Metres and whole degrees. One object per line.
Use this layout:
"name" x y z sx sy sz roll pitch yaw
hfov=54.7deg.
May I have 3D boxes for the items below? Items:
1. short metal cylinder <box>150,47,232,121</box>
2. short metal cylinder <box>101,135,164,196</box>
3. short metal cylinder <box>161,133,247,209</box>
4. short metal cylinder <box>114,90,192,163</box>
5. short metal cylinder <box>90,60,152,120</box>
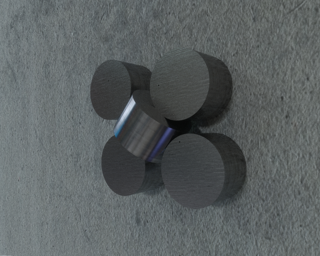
"short metal cylinder" 0.035 -0.048 0.357 0.080 0.050 0.079 0 90 39
"short metal cylinder" -0.032 0.046 0.413 0.080 0.050 0.079 0 90 39
"short metal cylinder" 0.048 0.046 0.347 0.080 0.050 0.079 0 90 39
"short metal cylinder" -0.009 -0.003 0.376 0.080 0.081 0.050 47 118 29
"short metal cylinder" -0.051 -0.051 0.429 0.080 0.050 0.079 0 90 39
